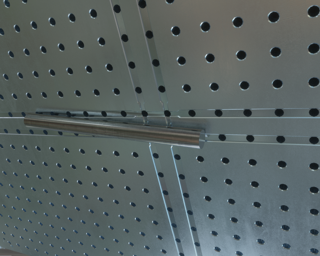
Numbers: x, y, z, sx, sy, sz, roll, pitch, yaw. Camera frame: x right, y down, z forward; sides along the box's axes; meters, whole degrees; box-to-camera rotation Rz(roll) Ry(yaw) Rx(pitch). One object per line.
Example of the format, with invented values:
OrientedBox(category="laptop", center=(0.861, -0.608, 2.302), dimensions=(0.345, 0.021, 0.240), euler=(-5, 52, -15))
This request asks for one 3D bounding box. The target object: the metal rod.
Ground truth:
OrientedBox(category="metal rod", center=(-0.082, 0.001, 0.455), dimensions=(0.300, 0.025, 0.025), euler=(6, 121, 25))
